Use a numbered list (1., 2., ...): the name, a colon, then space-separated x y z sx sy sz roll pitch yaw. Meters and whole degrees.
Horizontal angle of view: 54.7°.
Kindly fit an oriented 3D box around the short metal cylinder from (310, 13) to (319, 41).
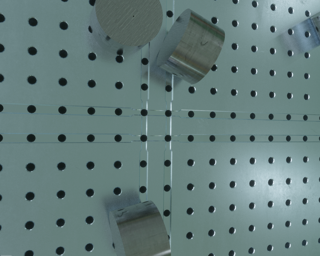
1. short metal cylinder: 0.289 -0.171 0.490 0.080 0.080 0.050 -32 101 -17

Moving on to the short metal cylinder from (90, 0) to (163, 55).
1. short metal cylinder: -0.043 -0.135 0.383 0.081 0.050 0.079 0 90 -20

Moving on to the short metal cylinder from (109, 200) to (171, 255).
1. short metal cylinder: -0.026 0.133 0.374 0.050 0.080 0.080 -12 94 -20

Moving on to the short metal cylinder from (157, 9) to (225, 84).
1. short metal cylinder: 0.038 -0.103 0.397 0.050 0.080 0.080 25 82 -18
